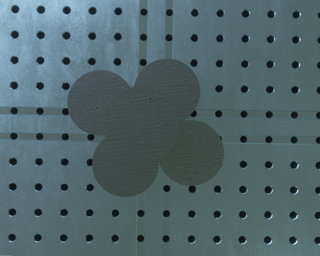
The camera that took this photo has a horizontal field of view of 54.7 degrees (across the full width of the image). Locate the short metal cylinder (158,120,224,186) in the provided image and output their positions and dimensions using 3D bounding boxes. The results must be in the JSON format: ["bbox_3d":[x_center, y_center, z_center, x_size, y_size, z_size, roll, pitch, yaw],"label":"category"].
[{"bbox_3d":[0.038,0.030,0.401,0.081,0.050,0.079,0,90,-1],"label":"short metal cylinder"}]

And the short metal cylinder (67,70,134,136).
[{"bbox_3d":[-0.072,-0.030,0.399,0.081,0.050,0.079,0,90,-1],"label":"short metal cylinder"}]

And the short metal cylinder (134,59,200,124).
[{"bbox_3d":[0.008,-0.044,0.400,0.081,0.050,0.079,0,90,-1],"label":"short metal cylinder"}]

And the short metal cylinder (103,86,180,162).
[{"bbox_3d":[-0.020,-0.005,0.349,0.081,0.050,0.079,0,92,-1],"label":"short metal cylinder"}]

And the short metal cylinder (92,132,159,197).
[{"bbox_3d":[-0.042,0.044,0.400,0.081,0.050,0.079,0,90,-1],"label":"short metal cylinder"}]
